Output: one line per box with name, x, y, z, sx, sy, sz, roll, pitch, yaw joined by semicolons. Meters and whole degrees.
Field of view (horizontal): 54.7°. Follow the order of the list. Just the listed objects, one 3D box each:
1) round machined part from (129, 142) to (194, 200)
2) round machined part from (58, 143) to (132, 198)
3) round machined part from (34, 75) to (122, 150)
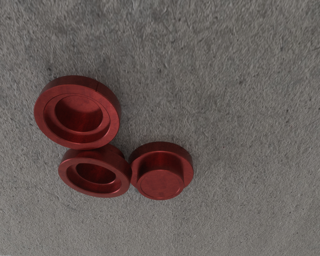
round machined part;0.000;0.069;0.455;0.099;0.042;0.097;0;130;0
round machined part;-0.087;0.055;0.434;0.099;0.042;0.097;6;138;5
round machined part;-0.096;-0.022;0.376;0.099;0.042;0.097;0;130;0
